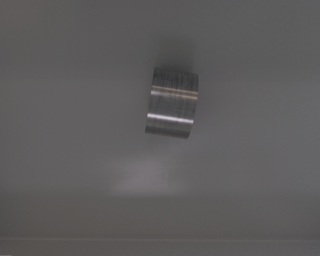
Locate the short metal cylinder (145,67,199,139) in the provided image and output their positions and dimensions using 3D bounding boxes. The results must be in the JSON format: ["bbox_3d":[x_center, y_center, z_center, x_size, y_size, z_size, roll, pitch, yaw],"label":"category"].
[{"bbox_3d":[0.012,-0.029,0.371,0.050,0.080,0.079,8,110,-3],"label":"short metal cylinder"}]
